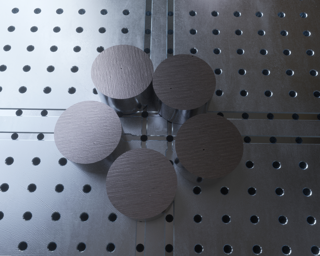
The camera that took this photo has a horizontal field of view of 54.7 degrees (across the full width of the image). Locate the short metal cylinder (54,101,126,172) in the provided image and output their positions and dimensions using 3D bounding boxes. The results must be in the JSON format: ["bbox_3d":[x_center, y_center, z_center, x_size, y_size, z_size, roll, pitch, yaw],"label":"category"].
[{"bbox_3d":[-0.086,0.012,0.393,0.081,0.050,0.080,0,70,0],"label":"short metal cylinder"}]

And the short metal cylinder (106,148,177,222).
[{"bbox_3d":[-0.020,0.069,0.371,0.080,0.050,0.080,0,70,0],"label":"short metal cylinder"}]

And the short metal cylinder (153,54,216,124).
[{"bbox_3d":[0.031,-0.051,0.416,0.081,0.050,0.080,0,70,0],"label":"short metal cylinder"}]

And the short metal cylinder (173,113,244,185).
[{"bbox_3d":[0.058,0.028,0.388,0.081,0.050,0.080,0,71,0],"label":"short metal cylinder"}]

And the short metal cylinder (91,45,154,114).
[{"bbox_3d":[-0.048,-0.065,0.421,0.081,0.050,0.080,0,70,0],"label":"short metal cylinder"}]
